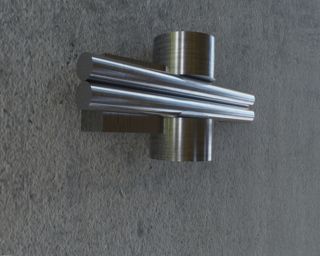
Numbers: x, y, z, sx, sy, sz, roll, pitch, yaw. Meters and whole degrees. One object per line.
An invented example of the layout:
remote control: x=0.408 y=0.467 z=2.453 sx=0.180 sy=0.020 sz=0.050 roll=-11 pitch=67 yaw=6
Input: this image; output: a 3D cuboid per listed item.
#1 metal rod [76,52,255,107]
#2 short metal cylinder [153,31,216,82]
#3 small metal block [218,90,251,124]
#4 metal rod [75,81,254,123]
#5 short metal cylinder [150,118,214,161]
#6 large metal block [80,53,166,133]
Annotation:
metal rod: x=0.036 y=-0.049 z=0.378 sx=0.302 sy=0.025 sz=0.025 roll=2 pitch=89 yaw=-48
short metal cylinder: x=0.031 y=-0.086 z=0.396 sx=0.081 sy=0.080 sz=0.050 roll=2 pitch=89 yaw=-40
small metal block: x=0.123 y=-0.033 z=0.509 sx=0.050 sy=0.025 sz=0.050 roll=4 pitch=88 yaw=-40
metal rod: x=0.036 y=-0.024 z=0.378 sx=0.302 sy=0.025 sz=0.025 roll=2 pitch=89 yaw=-48
short metal cylinder: x=0.028 y=0.014 z=0.393 sx=0.081 sy=0.080 sz=0.050 roll=2 pitch=89 yaw=-40
large metal block: x=-0.042 y=-0.035 z=0.355 sx=0.081 sy=0.050 sz=0.080 roll=2 pitch=89 yaw=-40
